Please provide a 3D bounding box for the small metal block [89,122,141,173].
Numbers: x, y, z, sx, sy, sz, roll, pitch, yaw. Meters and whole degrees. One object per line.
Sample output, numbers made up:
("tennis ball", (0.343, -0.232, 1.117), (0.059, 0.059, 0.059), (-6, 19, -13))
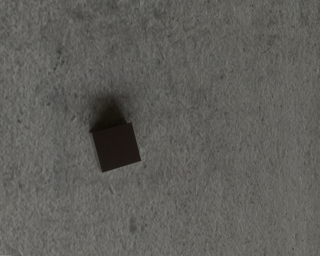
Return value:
("small metal block", (-0.056, 0.023, 0.389), (0.050, 0.025, 0.050), (-15, 96, -20))
